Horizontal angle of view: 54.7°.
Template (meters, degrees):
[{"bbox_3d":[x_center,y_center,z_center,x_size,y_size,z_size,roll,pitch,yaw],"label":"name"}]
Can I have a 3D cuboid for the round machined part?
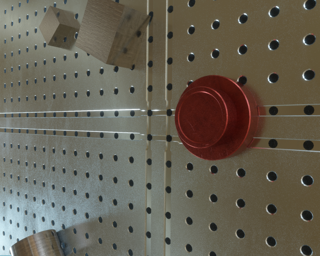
[{"bbox_3d":[0.056,-0.012,0.352,0.098,0.042,0.097,0,90,40],"label":"round machined part"}]

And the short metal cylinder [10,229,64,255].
[{"bbox_3d":[-0.219,0.224,0.555,0.080,0.081,0.050,-43,64,31],"label":"short metal cylinder"}]

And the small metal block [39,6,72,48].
[{"bbox_3d":[-0.193,-0.185,0.569,0.050,0.025,0.050,-46,63,30],"label":"small metal block"}]

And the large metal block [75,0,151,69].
[{"bbox_3d":[-0.071,-0.141,0.452,0.080,0.050,0.079,34,111,34],"label":"large metal block"}]
